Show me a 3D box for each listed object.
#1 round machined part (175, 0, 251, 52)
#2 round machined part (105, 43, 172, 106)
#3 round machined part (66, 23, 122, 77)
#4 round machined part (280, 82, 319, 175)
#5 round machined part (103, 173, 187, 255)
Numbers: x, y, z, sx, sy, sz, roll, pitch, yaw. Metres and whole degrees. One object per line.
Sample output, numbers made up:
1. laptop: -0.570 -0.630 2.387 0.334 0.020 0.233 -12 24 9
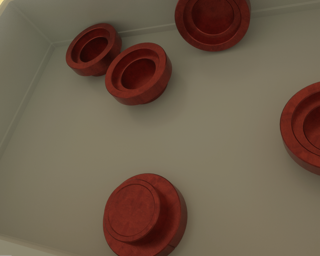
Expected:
1. round machined part: 0.073 -0.157 0.419 0.098 0.098 0.042 -4 44 26
2. round machined part: -0.027 -0.074 0.453 0.098 0.042 0.098 -13 56 20
3. round machined part: -0.107 -0.127 0.527 0.098 0.042 0.098 -13 56 20
4. round machined part: 0.172 0.004 0.302 0.098 0.042 0.098 -13 56 20
5. round machined part: -0.023 0.096 0.346 0.098 0.042 0.098 -13 56 20
